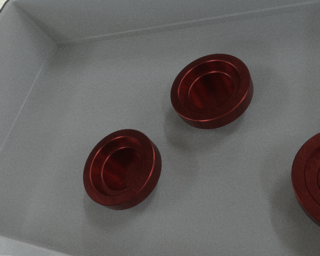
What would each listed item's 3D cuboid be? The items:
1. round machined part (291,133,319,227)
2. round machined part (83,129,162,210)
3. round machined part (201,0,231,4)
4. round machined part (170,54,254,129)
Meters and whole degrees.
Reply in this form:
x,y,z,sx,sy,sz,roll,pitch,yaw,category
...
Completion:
x,y,z,sx,sy,sz,roll,pitch,yaw,category
0.171,0.050,0.274,0.098,0.042,0.098,-13,56,21,round machined part
-0.042,0.053,0.384,0.098,0.042,0.098,-13,56,21,round machined part
0.100,-0.252,0.500,0.098,0.042,0.098,-13,56,21,round machined part
0.066,-0.041,0.385,0.098,0.042,0.098,-13,56,21,round machined part
